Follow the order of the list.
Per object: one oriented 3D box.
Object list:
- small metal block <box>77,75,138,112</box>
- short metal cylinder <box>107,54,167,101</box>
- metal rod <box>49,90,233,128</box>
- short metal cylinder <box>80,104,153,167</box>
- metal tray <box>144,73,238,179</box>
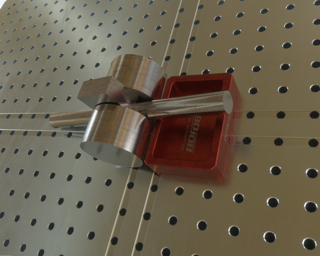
[{"bbox_3d":[-0.065,-0.038,0.389,0.050,0.050,0.025,-4,60,36],"label":"small metal block"},{"bbox_3d":[-0.035,-0.055,0.423,0.080,0.080,0.050,1,62,28],"label":"short metal cylinder"},{"bbox_3d":[-0.049,-0.020,0.416,0.300,0.025,0.025,-4,60,36],"label":"metal rod"},{"bbox_3d":[-0.054,0.012,0.393,0.080,0.080,0.050,2,63,29],"label":"short metal cylinder"},{"bbox_3d":[0.041,-0.006,0.387,0.090,0.030,0.130,1,62,28],"label":"metal tray"}]
